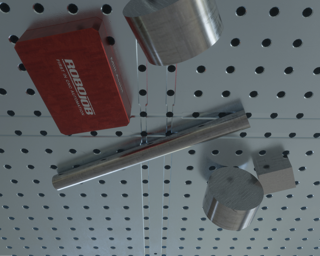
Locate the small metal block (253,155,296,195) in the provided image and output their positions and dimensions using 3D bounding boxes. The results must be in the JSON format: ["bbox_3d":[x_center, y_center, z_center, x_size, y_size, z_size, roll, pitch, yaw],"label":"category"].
[{"bbox_3d":[0.176,0.073,0.475,0.050,0.025,0.050,-17,128,14],"label":"small metal block"}]

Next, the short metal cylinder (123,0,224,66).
[{"bbox_3d":[0.013,-0.102,0.288,0.080,0.080,0.050,-19,128,15],"label":"short metal cylinder"}]

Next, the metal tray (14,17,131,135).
[{"bbox_3d":[-0.094,-0.054,0.362,0.090,0.030,0.129,-9,130,7],"label":"metal tray"}]

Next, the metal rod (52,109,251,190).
[{"bbox_3d":[-0.023,0.036,0.441,0.301,0.025,0.025,-20,128,15],"label":"metal rod"}]

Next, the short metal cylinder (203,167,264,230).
[{"bbox_3d":[0.108,0.105,0.466,0.081,0.080,0.050,3,130,-3],"label":"short metal cylinder"}]
